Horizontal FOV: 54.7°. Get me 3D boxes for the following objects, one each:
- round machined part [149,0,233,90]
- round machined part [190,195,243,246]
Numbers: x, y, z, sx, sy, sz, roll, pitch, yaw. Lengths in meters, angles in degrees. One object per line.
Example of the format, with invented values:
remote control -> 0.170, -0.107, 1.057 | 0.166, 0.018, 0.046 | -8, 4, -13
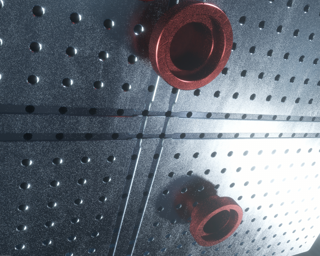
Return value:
round machined part -> 0.032, -0.097, 0.359 | 0.099, 0.042, 0.097 | -14, 125, -21
round machined part -> 0.095, 0.161, 0.554 | 0.099, 0.042, 0.097 | -14, 124, -21
